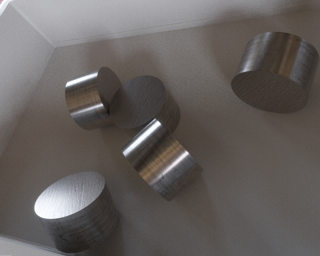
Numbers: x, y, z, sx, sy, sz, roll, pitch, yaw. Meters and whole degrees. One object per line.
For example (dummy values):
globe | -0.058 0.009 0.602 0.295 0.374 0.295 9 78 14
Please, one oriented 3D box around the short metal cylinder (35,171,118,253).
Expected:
short metal cylinder | -0.094 0.094 0.357 0.080 0.050 0.080 -13 25 6

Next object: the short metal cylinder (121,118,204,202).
short metal cylinder | 0.003 0.035 0.346 0.050 0.080 0.080 -43 51 -1

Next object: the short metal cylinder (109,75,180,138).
short metal cylinder | -0.019 -0.023 0.413 0.080 0.050 0.080 -13 56 20

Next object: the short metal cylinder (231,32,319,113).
short metal cylinder | 0.126 -0.058 0.340 0.080 0.080 0.050 12 68 33

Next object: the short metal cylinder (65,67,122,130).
short metal cylinder | -0.088 -0.041 0.440 0.050 0.080 0.080 -15 56 19
